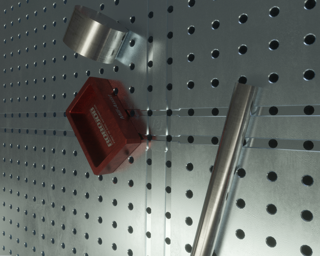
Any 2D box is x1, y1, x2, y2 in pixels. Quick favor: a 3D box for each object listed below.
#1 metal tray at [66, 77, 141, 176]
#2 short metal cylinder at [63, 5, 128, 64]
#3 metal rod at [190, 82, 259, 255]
[{"bbox_3d":[-0.093,-0.004,0.482,0.090,0.030,0.130,-46,63,30],"label":"metal tray"},{"bbox_3d":[-0.093,-0.136,0.451,0.080,0.081,0.050,44,117,31],"label":"short metal cylinder"},{"bbox_3d":[0.061,0.097,0.358,0.025,0.025,0.298,21,103,38],"label":"metal rod"}]
